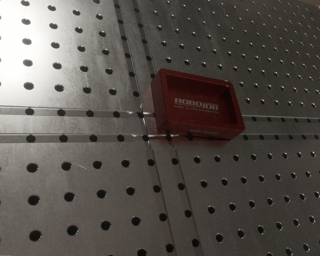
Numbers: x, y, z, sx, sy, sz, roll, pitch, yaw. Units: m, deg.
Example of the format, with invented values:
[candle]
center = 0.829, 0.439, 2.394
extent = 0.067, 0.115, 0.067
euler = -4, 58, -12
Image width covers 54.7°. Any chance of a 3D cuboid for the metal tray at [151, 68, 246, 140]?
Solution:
[metal tray]
center = 0.057, -0.034, 0.457
extent = 0.131, 0.030, 0.090
euler = 6, 59, -26
